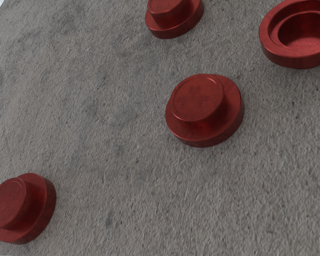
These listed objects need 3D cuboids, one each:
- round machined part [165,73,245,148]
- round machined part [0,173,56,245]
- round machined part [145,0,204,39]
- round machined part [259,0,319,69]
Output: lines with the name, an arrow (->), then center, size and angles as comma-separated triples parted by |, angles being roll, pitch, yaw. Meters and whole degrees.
round machined part -> 0.051, -0.028, 0.384 | 0.098, 0.042, 0.098 | -13, 56, 21
round machined part -> -0.198, 0.108, 0.431 | 0.098, 0.042, 0.098 | -13, 56, 21
round machined part -> 0.018, -0.196, 0.504 | 0.098, 0.042, 0.098 | -13, 56, 21
round machined part -> 0.172, -0.110, 0.370 | 0.098, 0.042, 0.098 | -13, 56, 21
